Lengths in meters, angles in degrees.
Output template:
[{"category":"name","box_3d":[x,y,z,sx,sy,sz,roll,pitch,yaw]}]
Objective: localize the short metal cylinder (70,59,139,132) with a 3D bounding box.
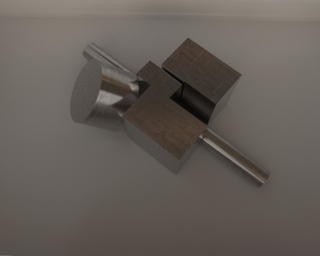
[{"category":"short metal cylinder","box_3d":[-0.070,-0.039,0.386,0.050,0.080,0.080,17,65,-37]}]

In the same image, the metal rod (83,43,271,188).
[{"category":"metal rod","box_3d":[0.014,-0.024,0.418,0.300,0.025,0.025,37,74,12]}]

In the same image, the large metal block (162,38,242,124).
[{"category":"large metal block","box_3d":[0.049,-0.055,0.401,0.080,0.080,0.050,38,74,12]}]

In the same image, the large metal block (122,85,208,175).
[{"category":"large metal block","box_3d":[0.005,0.005,0.378,0.080,0.080,0.050,37,74,12]}]

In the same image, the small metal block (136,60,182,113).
[{"category":"small metal block","box_3d":[-0.001,-0.049,0.388,0.050,0.050,0.025,39,75,12]}]
